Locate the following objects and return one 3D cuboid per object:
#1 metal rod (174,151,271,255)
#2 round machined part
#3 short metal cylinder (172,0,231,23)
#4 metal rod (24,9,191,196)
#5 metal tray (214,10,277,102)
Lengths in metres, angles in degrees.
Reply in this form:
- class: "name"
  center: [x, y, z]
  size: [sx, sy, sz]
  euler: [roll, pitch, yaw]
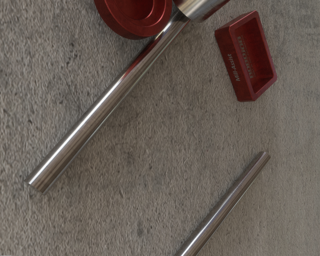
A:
- class: "metal rod"
  center: [0.092, 0.133, 0.481]
  size: [0.302, 0.025, 0.025]
  euler: [-39, 114, -33]
- class: "round machined part"
  center: [-0.036, -0.152, 0.363]
  size: [0.099, 0.042, 0.097]
  euler: [0, 90, -40]
- class: "short metal cylinder"
  center: [0.053, -0.190, 0.414]
  size: [0.080, 0.050, 0.080]
  euler: [26, 50, -34]
- class: "metal rod"
  center: [-0.043, -0.051, 0.367]
  size: [0.025, 0.025, 0.301]
  euler: [51, 60, -28]
- class: "metal tray"
  center: [0.149, -0.120, 0.525]
  size: [0.091, 0.030, 0.129]
  euler: [-38, 114, -33]
